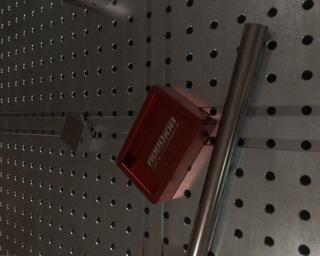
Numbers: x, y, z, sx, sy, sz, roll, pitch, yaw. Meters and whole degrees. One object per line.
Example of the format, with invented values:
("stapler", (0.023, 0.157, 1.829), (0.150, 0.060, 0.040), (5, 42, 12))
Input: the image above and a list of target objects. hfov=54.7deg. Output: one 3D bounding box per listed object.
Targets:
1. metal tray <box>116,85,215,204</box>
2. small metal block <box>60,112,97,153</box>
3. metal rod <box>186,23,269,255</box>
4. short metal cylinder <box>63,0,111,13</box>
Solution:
("metal tray", (0.002, 0.021, 0.402), (0.090, 0.030, 0.129), (41, 115, 32))
("small metal block", (-0.137, 0.007, 0.520), (0.050, 0.025, 0.050), (33, 110, 34))
("metal rod", (0.070, 0.037, 0.350), (0.025, 0.025, 0.298), (20, 103, 38))
("short metal cylinder", (-0.114, -0.229, 0.484), (0.080, 0.050, 0.079), (0, 90, 39))
